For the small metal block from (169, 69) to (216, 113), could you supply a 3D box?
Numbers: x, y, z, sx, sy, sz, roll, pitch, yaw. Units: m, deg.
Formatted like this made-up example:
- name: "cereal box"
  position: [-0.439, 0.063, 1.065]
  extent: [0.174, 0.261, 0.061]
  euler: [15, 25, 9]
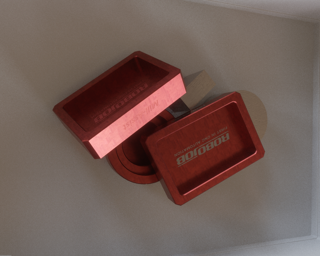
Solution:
- name: "small metal block"
  position: [0.038, -0.048, 0.410]
  extent: [0.050, 0.050, 0.025]
  euler: [-45, 105, -16]

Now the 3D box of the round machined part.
- name: "round machined part"
  position: [-0.023, 0.019, 0.394]
  extent: [0.099, 0.042, 0.097]
  euler: [0, 90, -21]

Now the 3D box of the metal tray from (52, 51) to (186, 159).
- name: "metal tray"
  position: [-0.046, -0.033, 0.356]
  extent: [0.131, 0.090, 0.030]
  euler: [-38, 135, -17]

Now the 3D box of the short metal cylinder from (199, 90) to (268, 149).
- name: "short metal cylinder"
  position: [0.101, -0.011, 0.434]
  extent: [0.081, 0.050, 0.079]
  euler: [0, 90, -21]

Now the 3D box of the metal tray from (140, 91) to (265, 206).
- name: "metal tray"
  position: [0.053, 0.022, 0.376]
  extent: [0.131, 0.030, 0.090]
  euler: [-27, 99, -14]
